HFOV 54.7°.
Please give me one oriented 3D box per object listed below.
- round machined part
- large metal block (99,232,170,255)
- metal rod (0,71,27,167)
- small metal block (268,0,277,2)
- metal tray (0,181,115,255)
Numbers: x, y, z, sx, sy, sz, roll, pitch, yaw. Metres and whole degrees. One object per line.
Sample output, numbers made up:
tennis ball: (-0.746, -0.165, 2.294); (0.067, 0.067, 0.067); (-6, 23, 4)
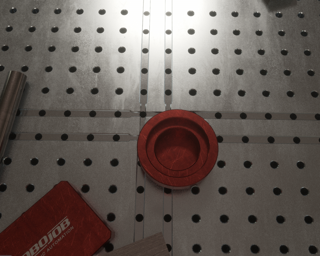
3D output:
round machined part: (0.021, 0.029, 0.392); (0.099, 0.042, 0.098); (0, 70, -1)
large metal block: (-0.022, 0.167, 0.337); (0.081, 0.050, 0.080); (-19, 71, -7)
metal rod: (-0.218, 0.065, 0.385); (0.025, 0.025, 0.299); (7, 70, 2)
small metal block: (0.192, -0.237, 0.501); (0.050, 0.025, 0.050); (-18, 71, -7)
metal tray: (-0.130, 0.137, 0.357); (0.130, 0.030, 0.090); (-42, 76, -14)
